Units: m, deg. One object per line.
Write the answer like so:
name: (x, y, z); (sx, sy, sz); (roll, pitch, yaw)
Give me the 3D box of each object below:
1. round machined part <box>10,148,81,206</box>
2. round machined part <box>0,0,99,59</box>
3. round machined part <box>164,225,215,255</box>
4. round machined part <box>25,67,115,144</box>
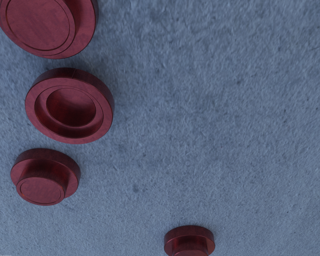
round machined part: (-0.172, 0.079, 0.461); (0.099, 0.042, 0.097); (-1, 130, 0)
round machined part: (-0.112, -0.110, 0.301); (0.099, 0.042, 0.097); (-1, 130, 0)
round machined part: (0.057, 0.232, 0.595); (0.099, 0.042, 0.097); (-1, 130, 0)
round machined part: (-0.103, -0.030, 0.369); (0.099, 0.042, 0.097); (-1, 130, 0)
